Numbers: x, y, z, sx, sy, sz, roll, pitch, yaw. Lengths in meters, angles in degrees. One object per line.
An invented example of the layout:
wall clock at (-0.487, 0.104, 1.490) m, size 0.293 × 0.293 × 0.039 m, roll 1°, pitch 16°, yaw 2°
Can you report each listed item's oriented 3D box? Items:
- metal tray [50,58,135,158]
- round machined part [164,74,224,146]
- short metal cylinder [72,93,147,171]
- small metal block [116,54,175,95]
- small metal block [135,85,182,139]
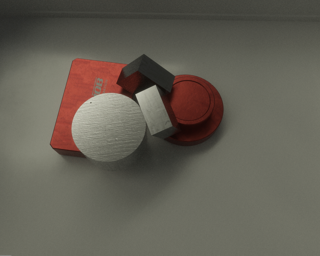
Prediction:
metal tray at (-0.082, -0.025, 0.411) m, size 0.091 × 0.030 × 0.130 m, roll 7°, pitch 70°, yaw 2°
round machined part at (0.035, -0.029, 0.409) m, size 0.099 × 0.042 × 0.098 m, roll 0°, pitch 70°, yaw -1°
short metal cylinder at (-0.056, 0.006, 0.360) m, size 0.081 × 0.050 × 0.080 m, roll 0°, pitch 70°, yaw 0°
small metal block at (-0.018, -0.060, 0.389) m, size 0.050 × 0.050 × 0.025 m, roll 31°, pitch 62°, yaw -28°
small metal block at (0.000, -0.017, 0.359) m, size 0.025 × 0.050 × 0.050 m, roll -24°, pitch 78°, yaw 11°
